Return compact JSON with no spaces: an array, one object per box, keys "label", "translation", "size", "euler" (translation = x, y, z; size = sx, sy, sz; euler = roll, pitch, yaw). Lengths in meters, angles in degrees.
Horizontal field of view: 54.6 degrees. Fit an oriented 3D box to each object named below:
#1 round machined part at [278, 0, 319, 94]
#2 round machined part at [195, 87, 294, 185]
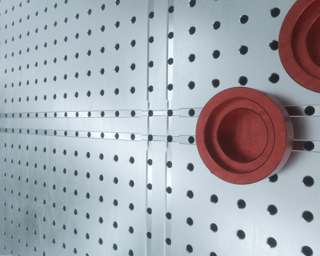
[{"label":"round machined part","translation":[0.159,-0.076,0.268],"size":[0.098,0.042,0.097],"euler":[0,90,40]},{"label":"round machined part","translation":[0.090,0.008,0.325],"size":[0.098,0.042,0.097],"euler":[0,90,40]}]
